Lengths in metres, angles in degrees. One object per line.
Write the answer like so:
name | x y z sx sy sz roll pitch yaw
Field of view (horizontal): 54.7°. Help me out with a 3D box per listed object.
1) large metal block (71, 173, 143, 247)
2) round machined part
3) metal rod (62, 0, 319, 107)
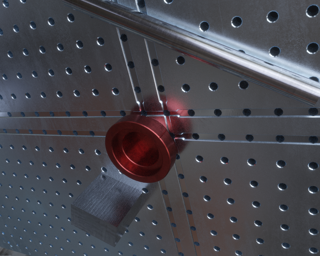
large metal block | -0.085 0.129 0.500 0.080 0.080 0.050 22 127 15
round machined part | -0.022 0.024 0.427 0.098 0.042 0.097 13 124 21
metal rod | 0.024 -0.095 0.339 0.301 0.025 0.025 25 127 12
